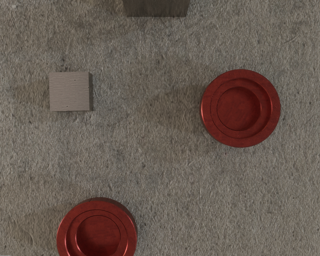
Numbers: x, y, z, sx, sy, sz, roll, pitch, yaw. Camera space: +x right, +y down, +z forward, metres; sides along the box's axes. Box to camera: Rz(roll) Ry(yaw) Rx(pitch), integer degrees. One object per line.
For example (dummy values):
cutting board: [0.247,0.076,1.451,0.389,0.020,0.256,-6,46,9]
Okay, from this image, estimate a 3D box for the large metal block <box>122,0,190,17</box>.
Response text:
large metal block: [-0.005,-0.176,0.382,0.081,0.080,0.050,0,90,-1]

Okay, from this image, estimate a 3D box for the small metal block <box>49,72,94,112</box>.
small metal block: [-0.116,-0.047,0.408,0.050,0.025,0.050,-1,90,-1]

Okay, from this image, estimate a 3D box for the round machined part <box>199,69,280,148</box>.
round machined part: [0.100,-0.024,0.403,0.099,0.042,0.097,0,90,-1]

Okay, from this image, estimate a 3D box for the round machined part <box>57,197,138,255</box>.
round machined part: [-0.078,0.138,0.401,0.099,0.042,0.097,0,90,-1]
